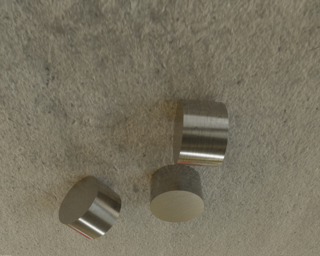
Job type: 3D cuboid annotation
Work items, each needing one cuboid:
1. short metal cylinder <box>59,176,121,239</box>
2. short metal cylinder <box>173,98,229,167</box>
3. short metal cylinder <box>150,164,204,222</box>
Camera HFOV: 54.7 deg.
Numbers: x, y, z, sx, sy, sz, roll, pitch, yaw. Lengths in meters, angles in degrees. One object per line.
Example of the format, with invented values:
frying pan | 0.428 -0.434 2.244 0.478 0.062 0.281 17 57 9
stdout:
short metal cylinder | -0.106 0.120 0.472 0.080 0.080 0.050 -29 125 22
short metal cylinder | 0.047 0.006 0.377 0.050 0.080 0.079 5 130 -5
short metal cylinder | 0.025 0.102 0.478 0.081 0.050 0.079 0 130 0
